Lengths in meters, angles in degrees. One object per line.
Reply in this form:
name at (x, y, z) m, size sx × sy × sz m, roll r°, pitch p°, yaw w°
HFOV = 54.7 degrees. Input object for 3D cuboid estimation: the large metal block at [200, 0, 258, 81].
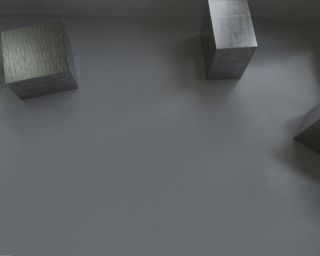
large metal block at (0.090, -0.121, 0.426) m, size 0.050 × 0.080 × 0.080 m, roll -4°, pitch 70°, yaw -2°

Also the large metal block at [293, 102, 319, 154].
large metal block at (0.228, 0.003, 0.382) m, size 0.080 × 0.080 × 0.050 m, roll 34°, pitch 73°, yaw 11°

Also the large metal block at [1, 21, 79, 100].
large metal block at (-0.164, -0.093, 0.428) m, size 0.081 × 0.050 × 0.080 m, roll -13°, pitch 71°, yaw -5°
